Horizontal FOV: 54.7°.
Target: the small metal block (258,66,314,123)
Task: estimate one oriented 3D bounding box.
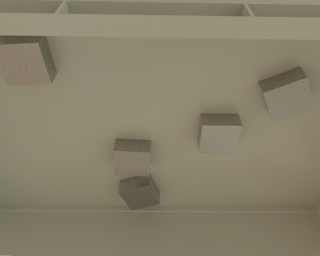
[{"bbox_3d":[0.153,-0.040,0.377,0.050,0.025,0.050,-20,128,16],"label":"small metal block"}]

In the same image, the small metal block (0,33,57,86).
[{"bbox_3d":[-0.149,-0.075,0.343,0.050,0.025,0.050,-2,130,2],"label":"small metal block"}]

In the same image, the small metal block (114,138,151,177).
[{"bbox_3d":[-0.039,0.043,0.445,0.050,0.025,0.050,3,130,-3],"label":"small metal block"}]

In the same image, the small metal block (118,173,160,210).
[{"bbox_3d":[-0.032,0.102,0.496,0.050,0.025,0.050,-15,129,12],"label":"small metal block"}]

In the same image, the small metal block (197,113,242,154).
[{"bbox_3d":[0.078,0.008,0.416,0.050,0.025,0.050,1,130,-1],"label":"small metal block"}]
